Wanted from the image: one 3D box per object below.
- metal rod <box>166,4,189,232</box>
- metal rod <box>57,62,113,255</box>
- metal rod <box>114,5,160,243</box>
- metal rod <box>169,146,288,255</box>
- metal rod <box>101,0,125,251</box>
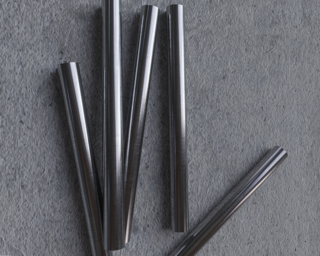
[{"bbox_3d":[0.024,-0.012,0.417,0.025,0.025,0.298,-1,91,-20],"label":"metal rod"},{"bbox_3d":[-0.085,0.071,0.377,0.025,0.025,0.298,-11,94,-20],"label":"metal rod"},{"bbox_3d":[-0.031,-0.007,0.397,0.025,0.025,0.298,8,87,-20],"label":"metal rod"},{"bbox_3d":[0.077,0.132,0.437,0.301,0.025,0.025,-41,103,-15],"label":"metal rod"},{"bbox_3d":[-0.057,-0.008,0.375,0.025,0.025,0.298,0,86,-20],"label":"metal rod"}]
